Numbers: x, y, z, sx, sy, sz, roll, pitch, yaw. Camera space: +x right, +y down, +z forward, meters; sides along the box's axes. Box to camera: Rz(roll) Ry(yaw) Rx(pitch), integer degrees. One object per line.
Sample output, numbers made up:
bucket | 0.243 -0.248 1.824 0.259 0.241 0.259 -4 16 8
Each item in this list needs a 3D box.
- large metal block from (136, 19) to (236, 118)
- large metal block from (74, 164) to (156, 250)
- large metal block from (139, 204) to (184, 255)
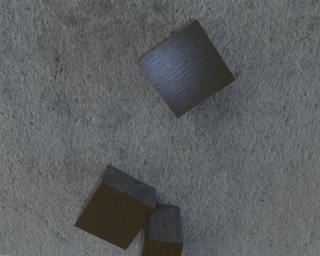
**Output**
large metal block | 0.030 -0.072 0.370 0.080 0.050 0.080 -34 107 11
large metal block | -0.061 0.111 0.437 0.080 0.050 0.080 30 107 -11
large metal block | -0.001 0.166 0.441 0.050 0.080 0.079 9 110 -3
